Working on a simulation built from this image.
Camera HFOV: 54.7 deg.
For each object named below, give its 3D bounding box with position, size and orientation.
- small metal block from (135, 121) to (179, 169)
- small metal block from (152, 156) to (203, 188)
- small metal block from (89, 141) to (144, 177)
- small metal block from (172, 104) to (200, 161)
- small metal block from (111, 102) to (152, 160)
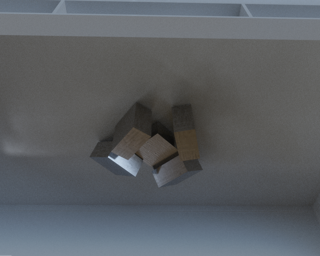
[{"bbox_3d":[-0.005,0.026,0.428,0.050,0.025,0.050,-34,123,25],"label":"small metal block"},{"bbox_3d":[0.025,0.061,0.442,0.050,0.025,0.050,-34,160,24],"label":"small metal block"},{"bbox_3d":[-0.060,0.043,0.427,0.050,0.025,0.050,41,152,-30],"label":"small metal block"},{"bbox_3d":[0.033,0.006,0.395,0.025,0.050,0.050,-9,130,6],"label":"small metal block"},{"bbox_3d":[-0.035,0.004,0.392,0.025,0.050,0.050,30,124,-23],"label":"small metal block"}]
